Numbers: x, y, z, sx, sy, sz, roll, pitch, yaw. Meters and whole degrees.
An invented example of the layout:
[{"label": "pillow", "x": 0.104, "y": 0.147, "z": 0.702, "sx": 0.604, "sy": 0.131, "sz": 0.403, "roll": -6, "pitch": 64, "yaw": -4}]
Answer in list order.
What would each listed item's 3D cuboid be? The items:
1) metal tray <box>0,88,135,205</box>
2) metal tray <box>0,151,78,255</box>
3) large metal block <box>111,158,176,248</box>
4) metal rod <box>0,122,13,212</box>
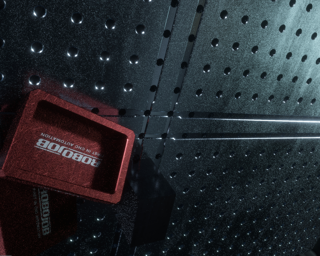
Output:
[{"label": "metal tray", "x": -0.095, "y": 0.025, "z": 0.337, "sx": 0.131, "sy": 0.030, "sz": 0.090, "roll": 26, "pitch": 66, "yaw": -36}, {"label": "metal tray", "x": -0.146, "y": 0.091, "z": 0.366, "sx": 0.091, "sy": 0.030, "sz": 0.129, "roll": -21, "pitch": 129, "yaw": -41}, {"label": "large metal block", "x": -0.026, "y": 0.099, "z": 0.423, "sx": 0.050, "sy": 0.080, "sz": 0.079, "roll": -3, "pitch": 120, "yaw": -27}, {"label": "metal rod", "x": -0.173, "y": -0.023, "z": 0.302, "sx": 0.025, "sy": 0.025, "sz": 0.298, "roll": -8, "pitch": 122, "yaw": -25}]
